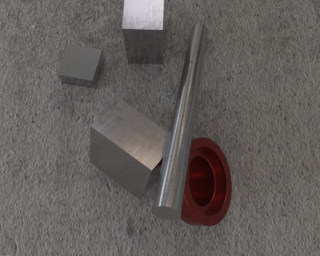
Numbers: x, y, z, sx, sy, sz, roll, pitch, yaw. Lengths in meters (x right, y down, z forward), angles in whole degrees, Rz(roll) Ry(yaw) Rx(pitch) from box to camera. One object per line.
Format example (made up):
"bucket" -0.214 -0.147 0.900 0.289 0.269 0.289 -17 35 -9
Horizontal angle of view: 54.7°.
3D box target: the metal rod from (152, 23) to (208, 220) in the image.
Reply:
"metal rod" 0.032 -0.036 0.364 0.025 0.025 0.300 11 48 4

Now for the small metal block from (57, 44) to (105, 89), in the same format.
"small metal block" -0.111 -0.087 0.439 0.050 0.025 0.050 11 70 3

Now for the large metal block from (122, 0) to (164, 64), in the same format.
"large metal block" -0.020 -0.145 0.432 0.050 0.080 0.080 2 70 1

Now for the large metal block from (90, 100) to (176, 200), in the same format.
"large metal block" -0.034 0.027 0.362 0.080 0.080 0.050 35 55 11

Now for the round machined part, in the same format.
"round machined part" 0.039 0.062 0.358 0.042 0.098 0.098 -13 64 40
